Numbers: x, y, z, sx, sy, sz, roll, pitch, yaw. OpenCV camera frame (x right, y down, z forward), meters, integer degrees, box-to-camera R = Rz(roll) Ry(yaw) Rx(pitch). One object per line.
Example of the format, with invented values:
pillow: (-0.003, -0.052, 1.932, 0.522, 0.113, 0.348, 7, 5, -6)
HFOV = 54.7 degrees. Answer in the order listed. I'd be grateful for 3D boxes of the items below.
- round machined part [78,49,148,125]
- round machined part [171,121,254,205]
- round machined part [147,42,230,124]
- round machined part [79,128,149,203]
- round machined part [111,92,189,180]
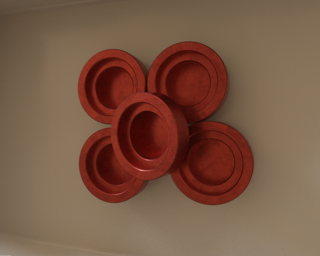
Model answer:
round machined part: (-0.057, -0.053, 0.419, 0.098, 0.042, 0.097, 0, 90, 19)
round machined part: (0.064, 0.040, 0.377, 0.098, 0.042, 0.097, 0, 90, 19)
round machined part: (0.037, -0.054, 0.386, 0.098, 0.042, 0.097, 0, 90, 19)
round machined part: (-0.056, 0.048, 0.418, 0.098, 0.042, 0.097, 0, 90, 19)
round machined part: (-0.007, 0.008, 0.356, 0.098, 0.042, 0.097, 5, 98, 37)
